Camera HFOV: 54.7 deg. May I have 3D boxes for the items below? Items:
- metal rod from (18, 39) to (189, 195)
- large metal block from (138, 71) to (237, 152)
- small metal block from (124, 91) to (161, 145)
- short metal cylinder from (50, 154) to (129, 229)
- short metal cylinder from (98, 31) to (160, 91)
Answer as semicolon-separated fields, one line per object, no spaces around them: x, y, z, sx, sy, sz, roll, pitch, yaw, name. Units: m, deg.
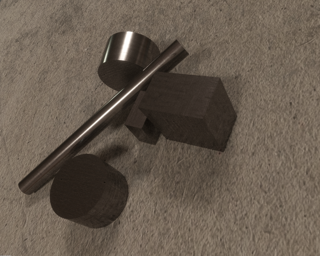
-0.083;-0.008;0.420;0.300;0.025;0.025;-40;51;12;metal rod
0.035;-0.019;0.361;0.080;0.080;0.050;12;68;33;large metal block
-0.015;-0.012;0.401;0.025;0.050;0.050;14;69;26;small metal block
-0.087;0.078;0.384;0.080;0.050;0.080;-13;56;20;short metal cylinder
-0.043;-0.091;0.446;0.080;0.080;0.050;-3;60;26;short metal cylinder
